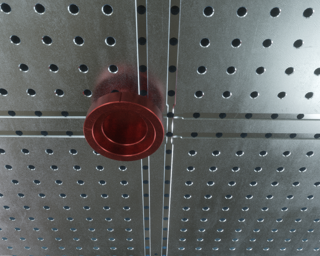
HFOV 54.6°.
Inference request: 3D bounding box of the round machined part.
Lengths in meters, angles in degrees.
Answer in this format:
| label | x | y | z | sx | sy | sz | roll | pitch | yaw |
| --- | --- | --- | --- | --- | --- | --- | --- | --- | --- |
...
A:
| label | x | y | z | sx | sy | sz | roll | pitch | yaw |
| --- | --- | --- | --- | --- | --- | --- | --- | --- | --- |
| round machined part | -0.044 | -0.006 | 0.395 | 0.099 | 0.042 | 0.097 | 0 | 130 | 0 |
